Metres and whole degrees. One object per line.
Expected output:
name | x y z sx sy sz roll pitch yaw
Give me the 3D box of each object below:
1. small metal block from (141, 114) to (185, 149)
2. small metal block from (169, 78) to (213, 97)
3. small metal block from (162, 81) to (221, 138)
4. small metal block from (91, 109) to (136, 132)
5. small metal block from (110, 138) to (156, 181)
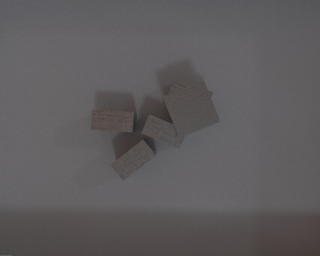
small metal block | 0.005 0.004 0.399 0.050 0.050 0.025 23 90 0
small metal block | 0.037 -0.040 0.399 0.050 0.050 0.025 20 90 0
small metal block | 0.036 -0.021 0.361 0.050 0.025 0.050 -22 90 0
small metal block | -0.057 -0.009 0.398 0.050 0.050 0.025 4 90 0
small metal block | -0.032 0.039 0.399 0.050 0.050 0.025 -38 90 0
